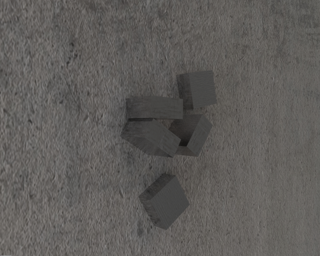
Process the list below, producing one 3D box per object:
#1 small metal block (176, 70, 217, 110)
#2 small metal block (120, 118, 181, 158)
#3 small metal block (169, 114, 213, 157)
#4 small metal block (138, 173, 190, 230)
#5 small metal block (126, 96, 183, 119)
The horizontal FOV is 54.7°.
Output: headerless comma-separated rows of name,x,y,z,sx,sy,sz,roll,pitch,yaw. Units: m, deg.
small metal block,0.054,-0.056,0.449,0.050,0.025,0.050,-15,100,-39
small metal block,-0.012,0.012,0.378,0.050,0.050,0.025,37,67,-34
small metal block,0.036,0.009,0.418,0.025,0.050,0.050,43,64,-32
small metal block,0.006,0.096,0.410,0.050,0.025,0.050,-39,114,-33
small metal block,-0.007,-0.024,0.382,0.050,0.050,0.025,1,90,-40
